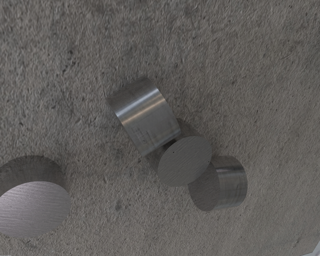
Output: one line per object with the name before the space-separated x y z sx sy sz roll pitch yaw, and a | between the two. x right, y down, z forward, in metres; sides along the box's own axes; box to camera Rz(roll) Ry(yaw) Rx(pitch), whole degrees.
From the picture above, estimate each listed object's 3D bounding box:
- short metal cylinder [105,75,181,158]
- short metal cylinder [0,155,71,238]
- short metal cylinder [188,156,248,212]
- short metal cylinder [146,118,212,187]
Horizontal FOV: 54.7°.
short metal cylinder | -0.020 -0.013 0.352 0.050 0.080 0.080 -32 129 -7
short metal cylinder | -0.149 0.079 0.358 0.081 0.050 0.079 -14 124 -21
short metal cylinder | 0.085 0.082 0.468 0.050 0.080 0.079 0 119 -28
short metal cylinder | 0.023 0.033 0.423 0.081 0.050 0.079 -14 124 -21
